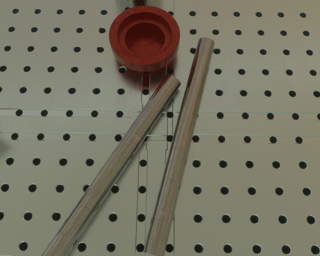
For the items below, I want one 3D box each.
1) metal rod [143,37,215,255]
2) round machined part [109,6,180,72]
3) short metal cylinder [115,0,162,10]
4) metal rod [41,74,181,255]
[{"bbox_3d":[0.031,0.010,0.408,0.025,0.025,0.299,14,70,5],"label":"metal rod"},{"bbox_3d":[-0.021,-0.123,0.447,0.099,0.042,0.098,0,70,0],"label":"round machined part"},{"bbox_3d":[-0.034,-0.228,0.482,0.081,0.050,0.080,0,70,0],"label":"short metal cylinder"},{"bbox_3d":[-0.060,0.053,0.391,0.025,0.025,0.300,30,73,10],"label":"metal rod"}]
